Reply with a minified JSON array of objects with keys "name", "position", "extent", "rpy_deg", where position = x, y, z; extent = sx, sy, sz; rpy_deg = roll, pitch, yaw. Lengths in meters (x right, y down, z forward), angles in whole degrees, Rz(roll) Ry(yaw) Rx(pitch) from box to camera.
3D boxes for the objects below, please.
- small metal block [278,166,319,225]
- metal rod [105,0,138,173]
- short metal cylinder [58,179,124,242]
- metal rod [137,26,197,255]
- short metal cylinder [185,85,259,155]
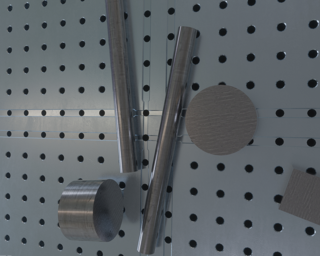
[{"name":"small metal block","position":[0.169,0.077,0.353],"extent":[0.050,0.025,0.050],"rpy_deg":[19,96,18]},{"name":"metal rod","position":[-0.056,-0.088,0.432],"extent":[0.025,0.025,0.298],"rpy_deg":[-6,88,20]},{"name":"short metal cylinder","position":[-0.090,0.109,0.415],"extent":[0.050,0.080,0.080],"rpy_deg":[-5,88,20]},{"name":"metal rod","position":[0.008,0.019,0.409],"extent":[0.025,0.025,0.298],"rpy_deg":[12,94,19]},{"name":"short metal cylinder","position":[0.076,-0.009,0.372],"extent":[0.080,0.050,0.079],"rpy_deg":[0,90,20]}]
